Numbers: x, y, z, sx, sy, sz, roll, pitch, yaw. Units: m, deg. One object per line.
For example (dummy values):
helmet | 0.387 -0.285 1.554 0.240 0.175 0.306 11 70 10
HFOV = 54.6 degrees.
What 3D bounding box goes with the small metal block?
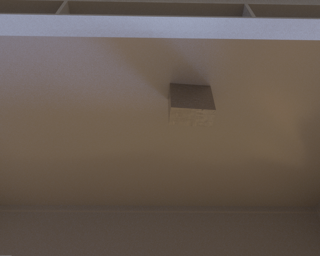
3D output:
small metal block | 0.036 -0.028 0.369 0.050 0.050 0.025 4 130 -3
